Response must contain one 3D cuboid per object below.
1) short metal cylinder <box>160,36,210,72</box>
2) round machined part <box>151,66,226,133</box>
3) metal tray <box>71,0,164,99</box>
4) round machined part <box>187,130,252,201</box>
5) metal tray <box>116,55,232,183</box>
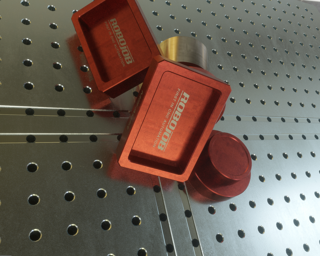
[{"bbox_3d":[0.030,-0.082,0.440,0.081,0.080,0.050,17,53,-19],"label":"short metal cylinder"},{"bbox_3d":[0.034,-0.039,0.408,0.099,0.097,0.042,19,38,-18],"label":"round machined part"},{"bbox_3d":[-0.056,-0.116,0.410,0.130,0.090,0.030,66,12,19],"label":"metal tray"},{"bbox_3d":[0.083,0.045,0.417,0.099,0.042,0.098,14,56,-21],"label":"round machined part"},{"bbox_3d":[0.013,-0.007,0.359,0.091,0.129,0.030,18,17,-19],"label":"metal tray"}]
